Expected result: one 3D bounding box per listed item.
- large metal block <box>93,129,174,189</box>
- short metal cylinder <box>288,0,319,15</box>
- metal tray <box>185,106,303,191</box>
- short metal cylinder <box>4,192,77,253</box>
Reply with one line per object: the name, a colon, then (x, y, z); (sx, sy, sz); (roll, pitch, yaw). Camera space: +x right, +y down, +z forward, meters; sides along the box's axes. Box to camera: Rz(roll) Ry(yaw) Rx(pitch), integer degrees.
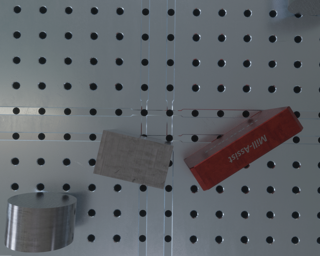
large metal block: (-0.030, 0.035, 0.386); (0.080, 0.080, 0.050); (13, 90, 0)
short metal cylinder: (0.203, -0.180, 0.387); (0.081, 0.080, 0.050); (0, 90, 0)
metal tray: (0.096, 0.022, 0.381); (0.130, 0.090, 0.030); (-32, 90, 0)
short metal cylinder: (-0.147, 0.113, 0.385); (0.081, 0.080, 0.050); (4, 90, 0)
